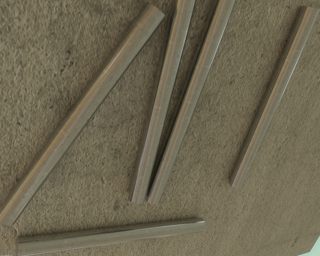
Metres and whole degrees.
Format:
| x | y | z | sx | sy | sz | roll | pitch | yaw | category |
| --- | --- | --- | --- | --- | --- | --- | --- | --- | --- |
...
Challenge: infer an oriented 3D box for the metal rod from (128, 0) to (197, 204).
| x | y | z | sx | sy | sz | roll | pitch | yaw | category |
| --- | --- | --- | --- | --- | --- | --- | --- | --- | --- |
| -0.001 | -0.028 | 0.390 | 0.025 | 0.025 | 0.298 | -1 | 119 | -29 | metal rod |

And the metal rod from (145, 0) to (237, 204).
| x | y | z | sx | sy | sz | roll | pitch | yaw | category |
| --- | --- | --- | --- | --- | --- | --- | --- | --- | --- |
| 0.033 | -0.023 | 0.411 | 0.025 | 0.025 | 0.298 | 4 | 116 | -31 | metal rod |

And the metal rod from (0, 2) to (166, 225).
| x | y | z | sx | sy | sz | roll | pitch | yaw | category |
| --- | --- | --- | --- | --- | --- | --- | --- | --- | --- |
| -0.095 | -0.009 | 0.350 | 0.025 | 0.025 | 0.299 | 31 | 101 | -38 | metal rod |

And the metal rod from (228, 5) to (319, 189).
| x | y | z | sx | sy | sz | roll | pitch | yaw | category |
| --- | --- | --- | --- | --- | --- | --- | --- | --- | --- |
| 0.168 | -0.032 | 0.481 | 0.025 | 0.025 | 0.298 | 1 | 118 | -29 | metal rod |

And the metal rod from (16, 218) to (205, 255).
| x | y | z | sx | sy | sz | roll | pitch | yaw | category |
| --- | --- | --- | --- | --- | --- | --- | --- | --- | --- |
| -0.056 | 0.164 | 0.479 | 0.302 | 0.025 | 0.025 | 4 | 116 | -31 | metal rod |
